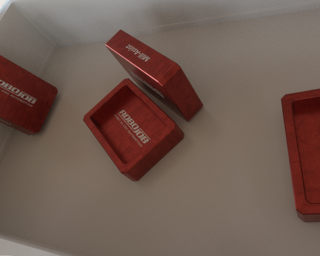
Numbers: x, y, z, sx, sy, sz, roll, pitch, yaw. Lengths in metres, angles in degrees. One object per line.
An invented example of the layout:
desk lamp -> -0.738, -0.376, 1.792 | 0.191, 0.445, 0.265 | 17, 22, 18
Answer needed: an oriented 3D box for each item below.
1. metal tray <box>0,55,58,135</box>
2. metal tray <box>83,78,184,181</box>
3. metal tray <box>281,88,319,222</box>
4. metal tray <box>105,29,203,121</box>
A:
metal tray -> -0.243, -0.056, 0.499 | 0.030, 0.130, 0.090 | -12, 54, 47
metal tray -> -0.040, -0.002, 0.425 | 0.090, 0.030, 0.130 | -43, 51, -2
metal tray -> 0.173, 0.021, 0.298 | 0.090, 0.030, 0.130 | -9, 58, 23
metal tray -> -0.009, -0.070, 0.411 | 0.030, 0.090, 0.130 | -46, 51, -4
